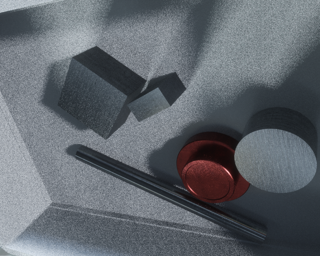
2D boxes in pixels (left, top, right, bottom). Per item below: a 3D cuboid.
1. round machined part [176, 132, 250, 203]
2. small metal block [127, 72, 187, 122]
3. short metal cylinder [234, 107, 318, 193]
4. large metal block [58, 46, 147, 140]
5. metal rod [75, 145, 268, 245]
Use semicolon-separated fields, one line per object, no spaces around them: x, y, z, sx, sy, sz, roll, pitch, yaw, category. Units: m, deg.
0.067;0.057;0.397;0.098;0.042;0.097;13;124;20;round machined part
-0.003;-0.037;0.370;0.050;0.050;0.025;-24;105;36;small metal block
0.128;0.024;0.340;0.080;0.050;0.079;13;124;20;short metal cylinder
-0.076;-0.045;0.403;0.080;0.050;0.079;35;129;4;large metal block
0.007;0.094;0.461;0.301;0.025;0.025;22;127;14;metal rod
